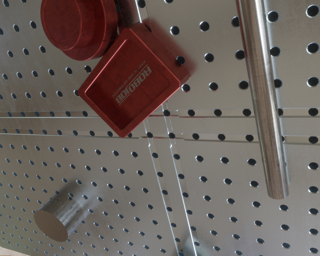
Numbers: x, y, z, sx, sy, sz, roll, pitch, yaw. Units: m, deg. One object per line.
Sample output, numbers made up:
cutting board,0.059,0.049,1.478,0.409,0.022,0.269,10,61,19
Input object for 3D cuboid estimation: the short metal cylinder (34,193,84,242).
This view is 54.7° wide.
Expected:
short metal cylinder,-0.197,0.175,0.608,0.080,0.050,0.079,13,124,21

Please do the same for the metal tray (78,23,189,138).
metal tray,-0.038,-0.055,0.393,0.090,0.030,0.129,46,129,-5

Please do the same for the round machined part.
round machined part,-0.100,-0.127,0.361,0.098,0.042,0.097,13,115,31

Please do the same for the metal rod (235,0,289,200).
metal rod,0.106,-0.050,0.323,0.025,0.025,0.298,-3,117,29
